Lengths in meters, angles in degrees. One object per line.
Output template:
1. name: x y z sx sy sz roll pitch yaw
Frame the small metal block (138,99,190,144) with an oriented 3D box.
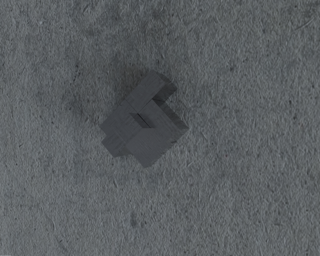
1. small metal block: 0.006 -0.008 0.394 0.025 0.050 0.050 -45 77 14

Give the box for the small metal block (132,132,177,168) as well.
1. small metal block: -0.015 0.018 0.415 0.050 0.025 0.050 -44 77 14

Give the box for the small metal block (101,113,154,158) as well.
1. small metal block: -0.036 0.008 0.382 0.050 0.050 0.025 -45 76 14

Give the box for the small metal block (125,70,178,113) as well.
1. small metal block: -0.010 -0.044 0.399 0.050 0.050 0.025 -45 76 14

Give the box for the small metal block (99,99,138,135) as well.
1. small metal block: -0.044 -0.010 0.411 0.050 0.050 0.025 -45 76 14
